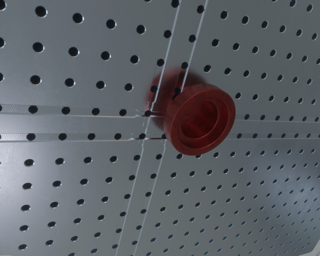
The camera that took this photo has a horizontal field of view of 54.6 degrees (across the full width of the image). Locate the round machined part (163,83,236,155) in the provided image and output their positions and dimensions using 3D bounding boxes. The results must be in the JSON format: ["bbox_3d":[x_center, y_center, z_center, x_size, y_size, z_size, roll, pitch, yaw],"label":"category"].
[{"bbox_3d":[0.049,-0.015,0.417,0.099,0.042,0.097,-14,124,-21],"label":"round machined part"}]
